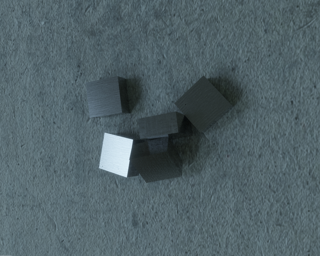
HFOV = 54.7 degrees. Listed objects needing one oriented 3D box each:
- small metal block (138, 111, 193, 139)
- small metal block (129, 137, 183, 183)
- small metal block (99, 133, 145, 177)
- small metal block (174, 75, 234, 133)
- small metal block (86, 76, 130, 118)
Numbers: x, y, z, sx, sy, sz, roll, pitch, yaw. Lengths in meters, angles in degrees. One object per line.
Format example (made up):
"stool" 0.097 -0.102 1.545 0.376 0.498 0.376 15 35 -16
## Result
"small metal block" 0.008 -0.001 0.390 0.050 0.050 0.025 -10 80 24
"small metal block" -0.004 0.042 0.395 0.050 0.050 0.025 -14 40 19
"small metal block" -0.052 0.036 0.422 0.050 0.025 0.050 12 94 33
"small metal block" 0.056 -0.029 0.389 0.050 0.025 0.050 -44 77 14
"small metal block" -0.073 -0.042 0.435 0.050 0.025 0.050 -8 87 19
